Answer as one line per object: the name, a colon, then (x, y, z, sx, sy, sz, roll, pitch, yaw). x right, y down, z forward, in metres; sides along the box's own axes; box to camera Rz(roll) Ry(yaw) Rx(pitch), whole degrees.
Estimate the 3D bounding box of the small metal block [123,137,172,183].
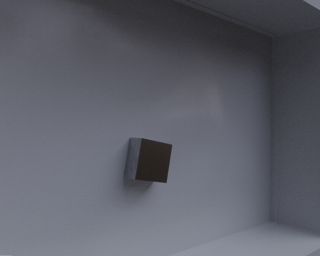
small metal block: (-0.015, 0.041, 0.393, 0.050, 0.025, 0.050, 15, 81, -39)
